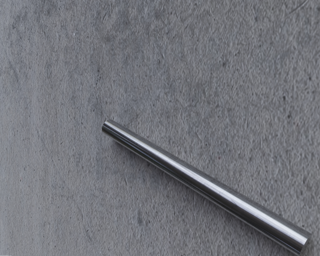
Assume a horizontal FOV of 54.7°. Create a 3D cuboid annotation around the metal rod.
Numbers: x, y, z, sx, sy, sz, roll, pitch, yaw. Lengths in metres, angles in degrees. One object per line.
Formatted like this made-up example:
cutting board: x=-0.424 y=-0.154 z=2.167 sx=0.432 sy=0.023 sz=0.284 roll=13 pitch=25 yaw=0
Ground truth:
metal rod: x=0.030 y=0.055 z=0.380 sx=0.300 sy=0.025 sz=0.025 roll=28 pitch=107 yaw=36
